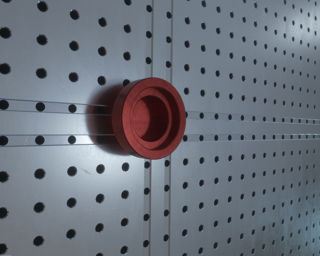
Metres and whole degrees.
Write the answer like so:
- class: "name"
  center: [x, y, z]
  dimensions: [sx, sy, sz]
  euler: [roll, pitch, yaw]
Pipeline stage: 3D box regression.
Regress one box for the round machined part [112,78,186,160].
- class: "round machined part"
  center: [-0.017, -0.011, 0.383]
  dimensions: [0.099, 0.042, 0.097]
  euler: [0, 90, -40]
